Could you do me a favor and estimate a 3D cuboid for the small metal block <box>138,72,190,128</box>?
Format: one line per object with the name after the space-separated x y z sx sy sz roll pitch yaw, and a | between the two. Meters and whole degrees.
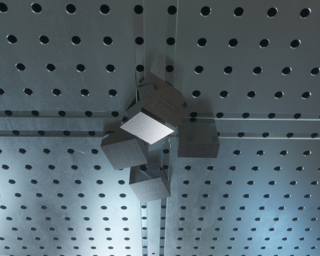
0.003 -0.034 0.364 0.050 0.050 0.025 31 113 -24 | small metal block

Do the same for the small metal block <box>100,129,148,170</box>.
-0.049 0.029 0.436 0.050 0.025 0.050 -13 129 10 | small metal block

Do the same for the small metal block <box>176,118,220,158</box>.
0.048 0.012 0.407 0.050 0.050 0.025 1 130 -2 | small metal block

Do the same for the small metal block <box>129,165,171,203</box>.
-0.015 0.089 0.487 0.050 0.025 0.050 -15 129 12 | small metal block

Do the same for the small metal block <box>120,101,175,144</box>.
-0.015 -0.009 0.395 0.050 0.025 0.050 30 143 -24 | small metal block
